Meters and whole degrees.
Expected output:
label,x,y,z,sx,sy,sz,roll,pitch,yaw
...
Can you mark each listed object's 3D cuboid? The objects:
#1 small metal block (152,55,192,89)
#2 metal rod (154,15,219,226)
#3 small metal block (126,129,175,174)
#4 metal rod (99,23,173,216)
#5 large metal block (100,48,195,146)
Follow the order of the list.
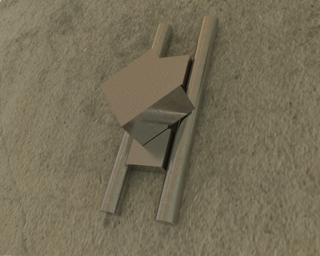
label,x,y,z,sx,sy,sz,roll,pitch,yaw
small metal block,0.018,-0.074,0.438,0.050,0.025,0.050,1,62,28
metal rod,0.041,-0.028,0.401,0.025,0.025,0.300,1,62,28
small metal block,-0.009,0.029,0.390,0.050,0.025,0.050,1,62,28
metal rod,-0.026,-0.029,0.436,0.025,0.025,0.300,1,62,28
large metal block,-0.016,-0.039,0.386,0.080,0.050,0.080,-35,52,4
